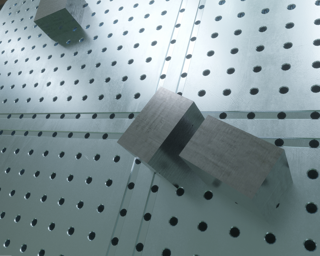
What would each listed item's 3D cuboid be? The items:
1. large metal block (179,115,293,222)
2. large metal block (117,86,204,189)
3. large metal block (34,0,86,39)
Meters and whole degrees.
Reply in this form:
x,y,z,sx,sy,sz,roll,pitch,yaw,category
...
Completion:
x,y,z,sx,sy,sz,roll,pitch,yaw,category
0.077,0.041,0.308,0.080,0.080,0.050,29,78,37,large metal block
0.011,0.013,0.360,0.050,0.080,0.080,30,78,38,large metal block
-0.210,-0.248,0.657,0.080,0.050,0.080,-13,56,21,large metal block
